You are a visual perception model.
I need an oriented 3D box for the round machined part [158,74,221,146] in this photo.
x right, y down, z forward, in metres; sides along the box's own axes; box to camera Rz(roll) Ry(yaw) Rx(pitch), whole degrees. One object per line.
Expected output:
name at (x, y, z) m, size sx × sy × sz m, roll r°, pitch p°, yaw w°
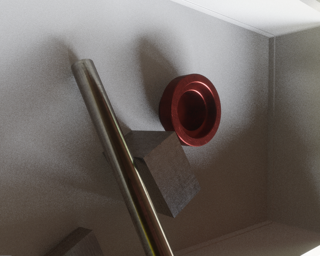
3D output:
round machined part at (0.037, -0.024, 0.429) m, size 0.099 × 0.042 × 0.097 m, roll 0°, pitch 90°, yaw -40°

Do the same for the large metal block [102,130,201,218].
large metal block at (-0.010, 0.050, 0.364) m, size 0.050 × 0.080 × 0.080 m, roll -39°, pitch 114°, yaw -33°

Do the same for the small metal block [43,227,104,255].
small metal block at (-0.088, 0.143, 0.329) m, size 0.050 × 0.025 × 0.050 m, roll -35°, pitch 112°, yaw -45°

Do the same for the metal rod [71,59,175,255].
metal rod at (-0.025, 0.064, 0.305) m, size 0.025 × 0.025 × 0.299 m, roll -13°, pitch 73°, yaw -40°
